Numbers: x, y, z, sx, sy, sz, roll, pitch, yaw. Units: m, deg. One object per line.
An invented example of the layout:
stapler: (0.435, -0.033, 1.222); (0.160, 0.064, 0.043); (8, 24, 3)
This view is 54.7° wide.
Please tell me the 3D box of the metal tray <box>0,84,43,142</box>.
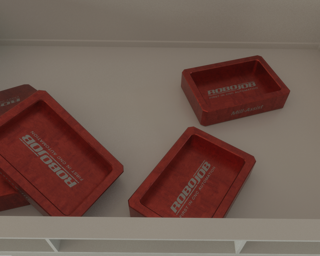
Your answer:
metal tray: (-0.205, -0.011, 0.377); (0.131, 0.030, 0.090); (-26, 37, -33)

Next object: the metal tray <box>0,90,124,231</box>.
metal tray: (-0.116, 0.033, 0.333); (0.130, 0.030, 0.090); (45, 57, -2)

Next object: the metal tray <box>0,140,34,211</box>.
metal tray: (-0.216, 0.055, 0.353); (0.131, 0.030, 0.090); (-11, 51, -10)

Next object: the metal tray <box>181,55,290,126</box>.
metal tray: (0.106, -0.058, 0.451); (0.131, 0.030, 0.090); (-13, 51, -11)

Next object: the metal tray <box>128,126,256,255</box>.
metal tray: (0.038, 0.065, 0.347); (0.090, 0.030, 0.131); (28, 55, 21)
